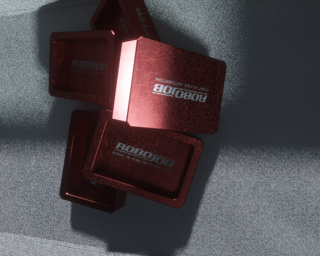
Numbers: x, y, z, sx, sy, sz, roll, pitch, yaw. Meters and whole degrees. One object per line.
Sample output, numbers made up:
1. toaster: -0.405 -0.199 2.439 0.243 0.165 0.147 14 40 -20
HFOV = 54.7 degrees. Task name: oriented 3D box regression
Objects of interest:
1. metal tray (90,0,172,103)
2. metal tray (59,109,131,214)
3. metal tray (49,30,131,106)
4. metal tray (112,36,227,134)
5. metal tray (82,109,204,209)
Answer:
1. metal tray: -0.041 -0.105 0.396 0.090 0.030 0.129 -32 78 53
2. metal tray: -0.087 0.044 0.437 0.090 0.030 0.129 11 94 19
3. metal tray: -0.098 -0.081 0.414 0.130 0.030 0.089 12 102 37
4. metal tray: 0.016 -0.043 0.351 0.030 0.131 0.089 11 95 53
5. metal tray: -0.021 0.037 0.391 0.131 0.030 0.089 18 93 0
